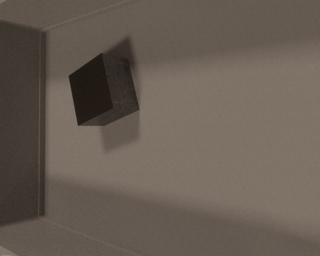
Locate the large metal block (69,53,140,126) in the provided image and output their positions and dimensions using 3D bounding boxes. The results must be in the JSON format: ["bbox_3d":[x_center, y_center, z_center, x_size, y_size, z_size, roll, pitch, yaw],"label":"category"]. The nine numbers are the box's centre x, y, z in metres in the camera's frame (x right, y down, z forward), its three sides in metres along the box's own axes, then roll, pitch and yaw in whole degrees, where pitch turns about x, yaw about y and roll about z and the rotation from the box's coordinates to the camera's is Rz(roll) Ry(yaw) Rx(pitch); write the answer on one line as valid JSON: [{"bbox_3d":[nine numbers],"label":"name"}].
[{"bbox_3d":[-0.084,-0.053,0.457,0.080,0.050,0.080,-22,77,37],"label":"large metal block"}]
